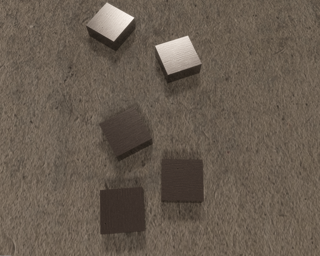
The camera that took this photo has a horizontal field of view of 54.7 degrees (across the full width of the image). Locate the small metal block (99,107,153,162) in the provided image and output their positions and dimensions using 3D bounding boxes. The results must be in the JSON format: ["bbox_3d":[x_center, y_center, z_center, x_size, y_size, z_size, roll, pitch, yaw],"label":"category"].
[{"bbox_3d":[-0.044,0.008,0.405,0.050,0.025,0.050,-27,73,-10],"label":"small metal block"}]

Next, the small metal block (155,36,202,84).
[{"bbox_3d":[0.025,-0.098,0.444,0.050,0.025,0.050,-19,71,-7],"label":"small metal block"}]

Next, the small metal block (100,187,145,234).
[{"bbox_3d":[-0.044,0.099,0.371,0.050,0.025,0.050,-4,70,-2],"label":"small metal block"}]

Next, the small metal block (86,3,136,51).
[{"bbox_3d":[-0.073,-0.151,0.462,0.050,0.025,0.050,32,73,10],"label":"small metal block"}]

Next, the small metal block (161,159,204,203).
[{"bbox_3d":[0.027,0.066,0.384,0.050,0.025,0.050,1,70,0],"label":"small metal block"}]
